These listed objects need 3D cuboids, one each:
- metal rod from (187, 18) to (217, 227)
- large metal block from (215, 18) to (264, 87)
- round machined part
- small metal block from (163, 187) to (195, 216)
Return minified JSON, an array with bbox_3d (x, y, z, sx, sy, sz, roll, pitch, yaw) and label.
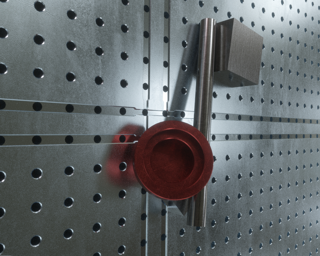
[{"bbox_3d":[0.061,-0.016,0.441,0.025,0.025,0.299,16,74,-39],"label":"metal rod"},{"bbox_3d":[0.117,-0.116,0.493,0.081,0.050,0.080,14,81,-40],"label":"large metal block"},{"bbox_3d":[0.014,0.043,0.393,0.099,0.042,0.098,3,74,-10],"label":"round machined part"},{"bbox_3d":[0.027,0.086,0.434,0.050,0.025,0.050,-48,119,-29],"label":"small metal block"}]
